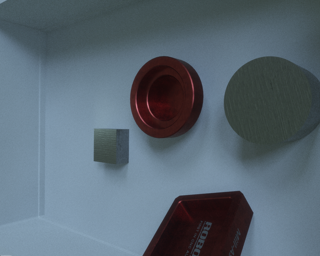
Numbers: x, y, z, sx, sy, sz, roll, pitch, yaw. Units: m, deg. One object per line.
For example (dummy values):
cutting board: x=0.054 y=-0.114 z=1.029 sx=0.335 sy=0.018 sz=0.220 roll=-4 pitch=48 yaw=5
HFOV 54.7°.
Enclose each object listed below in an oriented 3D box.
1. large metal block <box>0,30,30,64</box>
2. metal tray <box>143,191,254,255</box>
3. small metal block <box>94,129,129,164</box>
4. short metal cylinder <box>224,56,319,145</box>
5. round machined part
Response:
large metal block: x=-0.331 y=-0.173 z=0.642 sx=0.080 sy=0.081 sz=0.050 roll=29 pitch=108 yaw=36
metal tray: x=0.033 y=0.122 z=0.313 sx=0.090 sy=0.131 sz=0.030 roll=-15 pitch=115 yaw=39
small metal block: x=-0.073 y=0.026 z=0.465 sx=0.050 sy=0.025 sz=0.050 roll=1 pitch=91 yaw=39
short metal cylinder: x=0.110 y=-0.025 z=0.299 sx=0.080 sy=0.050 sz=0.079 roll=0 pitch=90 yaw=39
round machined part: x=0.012 y=-0.037 z=0.384 sx=0.098 sy=0.042 sz=0.097 roll=0 pitch=90 yaw=39
